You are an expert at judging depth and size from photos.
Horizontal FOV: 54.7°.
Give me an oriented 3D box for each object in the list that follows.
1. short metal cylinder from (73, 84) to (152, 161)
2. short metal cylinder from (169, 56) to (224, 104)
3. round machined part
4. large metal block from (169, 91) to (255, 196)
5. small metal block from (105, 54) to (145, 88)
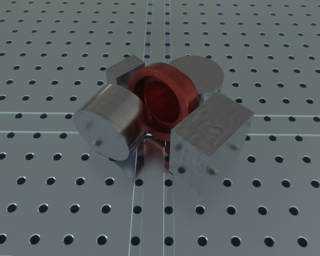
[{"bbox_3d":[-0.057,-0.006,0.376,0.080,0.080,0.050,25,54,19],"label":"short metal cylinder"},{"bbox_3d":[0.047,-0.058,0.440,0.081,0.050,0.080,0,50,0],"label":"short metal cylinder"},{"bbox_3d":[0.009,-0.036,0.391,0.098,0.097,0.042,34,45,24],"label":"round machined part"},{"bbox_3d":[0.057,0.018,0.358,0.050,0.080,0.080,36,58,26],"label":"large metal block"},{"bbox_3d":[-0.048,-0.071,0.450,0.050,0.050,0.025,-35,59,-26],"label":"small metal block"}]
